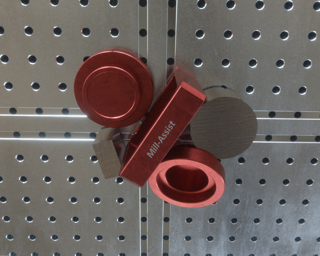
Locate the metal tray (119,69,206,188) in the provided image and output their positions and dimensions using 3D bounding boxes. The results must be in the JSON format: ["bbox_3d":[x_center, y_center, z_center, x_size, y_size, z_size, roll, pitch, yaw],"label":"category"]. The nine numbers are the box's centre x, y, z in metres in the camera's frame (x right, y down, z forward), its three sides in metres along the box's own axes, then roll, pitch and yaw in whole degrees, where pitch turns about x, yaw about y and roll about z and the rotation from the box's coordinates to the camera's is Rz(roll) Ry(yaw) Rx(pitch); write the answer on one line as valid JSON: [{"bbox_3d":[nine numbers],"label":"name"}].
[{"bbox_3d":[0.001,-0.003,0.373,0.030,0.090,0.129,31,107,-11],"label":"metal tray"}]

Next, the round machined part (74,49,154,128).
[{"bbox_3d":[-0.057,-0.045,0.382,0.099,0.042,0.097,0,110,0],"label":"round machined part"}]

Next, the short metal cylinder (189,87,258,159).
[{"bbox_3d":[0.076,-0.007,0.394,0.081,0.050,0.079,0,110,0],"label":"short metal cylinder"}]

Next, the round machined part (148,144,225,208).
[{"bbox_3d":[0.037,0.059,0.410,0.098,0.042,0.097,7,132,8],"label":"round machined part"}]

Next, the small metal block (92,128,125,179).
[{"bbox_3d":[-0.064,0.031,0.406,0.025,0.050,0.050,-14,110,5],"label":"small metal block"}]
